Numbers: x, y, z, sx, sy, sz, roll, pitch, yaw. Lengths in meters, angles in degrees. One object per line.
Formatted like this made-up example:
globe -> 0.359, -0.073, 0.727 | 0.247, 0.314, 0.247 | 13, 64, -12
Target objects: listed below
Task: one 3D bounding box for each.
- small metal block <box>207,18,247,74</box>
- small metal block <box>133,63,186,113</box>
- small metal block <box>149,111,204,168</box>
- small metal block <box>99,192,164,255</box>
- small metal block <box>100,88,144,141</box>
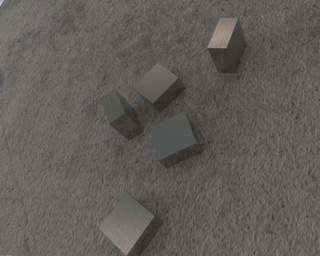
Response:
small metal block -> 0.089, -0.108, 0.407 | 0.025, 0.050, 0.050 | 11, 67, 33
small metal block -> -0.001, -0.057, 0.440 | 0.050, 0.025, 0.050 | -46, 51, -4
small metal block -> 0.020, 0.015, 0.385 | 0.050, 0.025, 0.050 | -26, 53, 12
small metal block -> -0.033, 0.111, 0.353 | 0.050, 0.025, 0.050 | 29, 78, 37
small metal block -> -0.053, -0.018, 0.426 | 0.025, 0.050, 0.050 | -33, 52, 7
